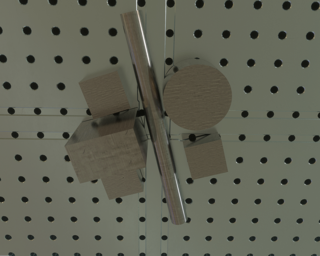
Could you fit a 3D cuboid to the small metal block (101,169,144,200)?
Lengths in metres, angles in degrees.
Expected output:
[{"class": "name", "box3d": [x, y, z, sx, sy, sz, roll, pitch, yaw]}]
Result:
[{"class": "small metal block", "box3d": [-0.054, 0.068, 0.438, 0.050, 0.025, 0.050, -15, 110, 5]}]

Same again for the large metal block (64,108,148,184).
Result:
[{"class": "large metal block", "box3d": [-0.062, 0.019, 0.389, 0.080, 0.080, 0.050, -14, 110, 5]}]

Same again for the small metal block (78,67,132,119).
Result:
[{"class": "small metal block", "box3d": [-0.068, -0.044, 0.396, 0.050, 0.025, 0.050, -16, 110, 5]}]

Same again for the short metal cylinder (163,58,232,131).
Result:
[{"class": "short metal cylinder", "box3d": [0.044, -0.043, 0.384, 0.081, 0.050, 0.079, 0, 110, -1]}]

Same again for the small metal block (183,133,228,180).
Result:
[{"class": "small metal block", "box3d": [0.063, 0.039, 0.428, 0.050, 0.025, 0.050, -14, 110, 4]}]

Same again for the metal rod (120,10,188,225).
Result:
[{"class": "metal rod", "box3d": [-0.003, 0.001, 0.413, 0.025, 0.025, 0.298, -12, 110, 4]}]
